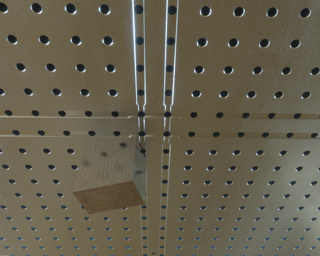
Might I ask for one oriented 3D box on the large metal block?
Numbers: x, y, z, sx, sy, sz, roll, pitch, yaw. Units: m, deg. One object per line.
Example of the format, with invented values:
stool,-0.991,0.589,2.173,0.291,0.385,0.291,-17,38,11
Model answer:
large metal block,-0.065,0.065,0.430,0.080,0.080,0.050,-12,129,10
